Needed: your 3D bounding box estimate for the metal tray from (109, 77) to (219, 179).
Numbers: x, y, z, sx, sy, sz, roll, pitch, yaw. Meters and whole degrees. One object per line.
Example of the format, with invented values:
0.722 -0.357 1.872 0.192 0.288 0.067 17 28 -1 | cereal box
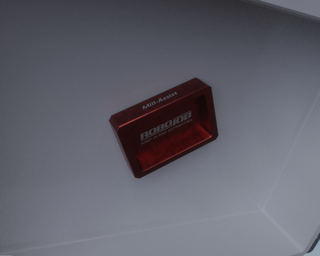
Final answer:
0.010 0.000 0.406 0.131 0.030 0.090 -26 128 -13 | metal tray
